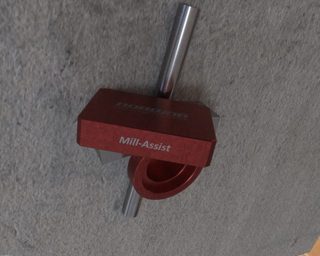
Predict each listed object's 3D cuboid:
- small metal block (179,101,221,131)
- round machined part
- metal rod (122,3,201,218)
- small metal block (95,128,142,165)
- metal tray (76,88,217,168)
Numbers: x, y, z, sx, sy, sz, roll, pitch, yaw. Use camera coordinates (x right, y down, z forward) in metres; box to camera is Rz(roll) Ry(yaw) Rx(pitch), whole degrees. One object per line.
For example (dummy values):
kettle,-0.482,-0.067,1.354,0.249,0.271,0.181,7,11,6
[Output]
small metal block,0.042,-0.014,0.408,0.050,0.050,0.025,-2,119,-28
round machined part,0.005,0.040,0.390,0.099,0.042,0.097,-16,129,-21
metal rod,-0.006,-0.005,0.404,0.025,0.025,0.298,2,117,-30
small metal block,-0.054,0.012,0.371,0.050,0.050,0.025,-18,126,-19
metal tray,-0.011,-0.004,0.329,0.131,0.090,0.030,10,115,-1
